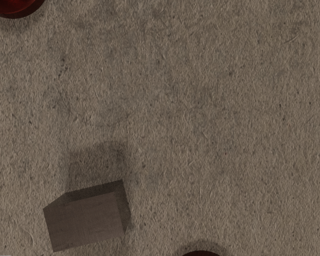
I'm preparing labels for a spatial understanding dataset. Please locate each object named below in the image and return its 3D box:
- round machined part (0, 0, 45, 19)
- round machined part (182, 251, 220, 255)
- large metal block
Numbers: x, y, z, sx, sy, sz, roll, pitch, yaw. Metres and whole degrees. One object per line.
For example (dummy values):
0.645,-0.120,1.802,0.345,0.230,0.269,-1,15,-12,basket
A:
-0.199,-0.196,0.399,0.099,0.042,0.097,0,90,-1,round machined part
0.056,0.216,0.402,0.099,0.042,0.097,0,90,-1,round machined part
-0.084,0.104,0.381,0.080,0.080,0.050,-13,90,0,large metal block
